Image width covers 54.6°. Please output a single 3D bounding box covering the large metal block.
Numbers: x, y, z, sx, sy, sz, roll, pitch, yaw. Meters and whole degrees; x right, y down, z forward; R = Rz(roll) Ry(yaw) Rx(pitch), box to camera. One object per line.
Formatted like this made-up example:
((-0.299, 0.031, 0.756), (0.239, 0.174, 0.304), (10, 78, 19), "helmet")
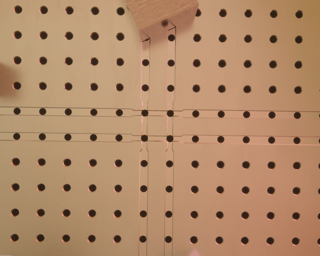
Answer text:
((-0.006, -0.171, 0.401), (0.080, 0.050, 0.080), (-24, 90, 0), "large metal block")
